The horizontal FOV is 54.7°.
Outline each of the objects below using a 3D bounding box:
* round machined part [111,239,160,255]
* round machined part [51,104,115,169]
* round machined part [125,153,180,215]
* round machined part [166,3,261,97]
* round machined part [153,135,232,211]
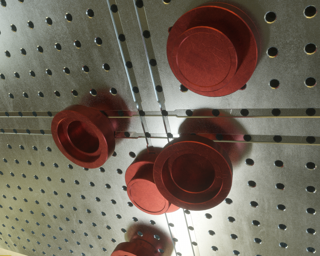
[{"bbox_3d":[-0.039,0.245,0.570,0.098,0.042,0.097,13,124,20],"label":"round machined part"},{"bbox_3d":[-0.108,0.009,0.461,0.098,0.042,0.097,13,124,20],"label":"round machined part"},{"bbox_3d":[-0.010,0.090,0.459,0.098,0.042,0.097,13,124,20],"label":"round machined part"},{"bbox_3d":[0.051,-0.077,0.325,0.098,0.042,0.097,13,124,20],"label":"round machined part"},{"bbox_3d":[0.044,0.054,0.400,0.098,0.042,0.097,5,112,13],"label":"round machined part"}]
